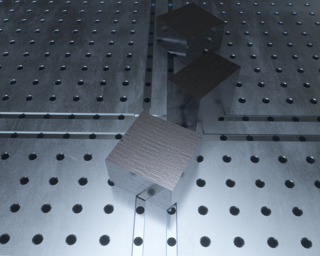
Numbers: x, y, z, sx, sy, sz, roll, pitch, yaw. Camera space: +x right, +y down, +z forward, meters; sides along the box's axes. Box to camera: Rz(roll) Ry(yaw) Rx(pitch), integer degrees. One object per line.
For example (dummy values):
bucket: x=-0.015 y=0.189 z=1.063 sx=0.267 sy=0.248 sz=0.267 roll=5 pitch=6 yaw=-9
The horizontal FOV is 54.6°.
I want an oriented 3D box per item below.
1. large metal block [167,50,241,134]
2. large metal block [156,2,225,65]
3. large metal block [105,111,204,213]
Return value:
large metal block: x=0.055 y=-0.042 z=0.408 sx=0.050 sy=0.080 sz=0.080 roll=36 pitch=59 yaw=26
large metal block: x=0.050 y=-0.162 z=0.528 sx=0.080 sy=0.050 sz=0.080 roll=-30 pitch=56 yaw=-23
large metal block: x=-0.005 y=0.037 z=0.361 sx=0.080 sy=0.050 sz=0.080 roll=22 pitch=53 yaw=17
